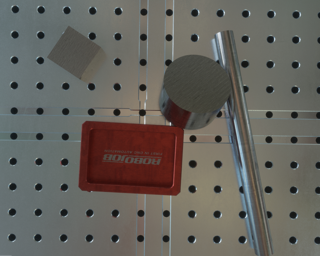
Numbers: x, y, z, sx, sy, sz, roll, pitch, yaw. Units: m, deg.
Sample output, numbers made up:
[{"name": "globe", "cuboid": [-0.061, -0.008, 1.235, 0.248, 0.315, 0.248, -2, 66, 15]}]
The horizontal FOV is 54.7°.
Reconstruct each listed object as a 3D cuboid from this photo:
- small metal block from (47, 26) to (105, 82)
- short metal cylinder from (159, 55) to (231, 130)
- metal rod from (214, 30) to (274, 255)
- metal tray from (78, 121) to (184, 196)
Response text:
[{"name": "small metal block", "cuboid": [-0.111, -0.098, 0.412, 0.050, 0.025, 0.050, 34, 90, -1]}, {"name": "short metal cylinder", "cuboid": [0.041, -0.044, 0.387, 0.081, 0.050, 0.080, 3, 67, -6]}, {"name": "metal rod", "cuboid": [0.113, 0.020, 0.414, 0.025, 0.025, 0.298, -11, 90, 0]}, {"name": "metal tray", "cuboid": [-0.037, 0.039, 0.410, 0.131, 0.030, 0.089, 3, 90, -1]}]
